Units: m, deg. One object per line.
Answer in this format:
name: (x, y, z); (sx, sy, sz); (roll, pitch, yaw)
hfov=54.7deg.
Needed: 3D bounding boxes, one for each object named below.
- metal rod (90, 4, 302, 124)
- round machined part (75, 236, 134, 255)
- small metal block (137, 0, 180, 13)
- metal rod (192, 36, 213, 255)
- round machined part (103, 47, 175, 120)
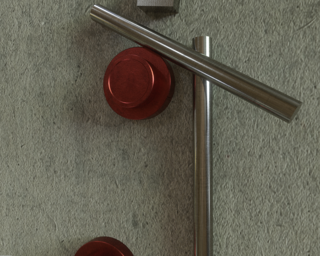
metal rod: (0.023, -0.090, 0.377); (0.300, 0.025, 0.025); (33, 101, 25)
round machined part: (-0.082, 0.206, 0.429); (0.098, 0.042, 0.097); (0, 90, 20)
small metal block: (0.001, -0.182, 0.409); (0.050, 0.025, 0.050); (9, 93, 19)
metal rod: (0.054, 0.037, 0.389); (0.025, 0.025, 0.298); (0, 90, 20)
round machined part: (-0.033, -0.060, 0.412); (0.098, 0.042, 0.097); (0, 90, 20)
